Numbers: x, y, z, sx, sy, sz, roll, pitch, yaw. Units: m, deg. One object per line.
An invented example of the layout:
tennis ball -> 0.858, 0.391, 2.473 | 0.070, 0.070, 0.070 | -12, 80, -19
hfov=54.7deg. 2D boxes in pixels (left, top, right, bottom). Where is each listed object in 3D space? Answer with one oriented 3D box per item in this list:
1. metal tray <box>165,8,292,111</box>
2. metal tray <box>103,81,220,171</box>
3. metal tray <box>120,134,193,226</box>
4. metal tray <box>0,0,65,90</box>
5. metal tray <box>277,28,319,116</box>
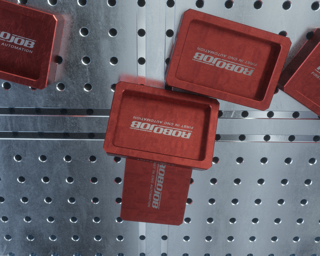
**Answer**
metal tray -> 0.080, -0.081, 0.376 | 0.131, 0.030, 0.089 | 14, 102, -6
metal tray -> 0.003, -0.001, 0.387 | 0.131, 0.030, 0.090 | 10, 78, -4
metal tray -> -0.005, 0.072, 0.437 | 0.091, 0.030, 0.129 | 7, 110, -3
metal tray -> -0.190, -0.107, 0.368 | 0.131, 0.030, 0.089 | 15, 109, -6
metal tray -> 0.228, -0.054, 0.393 | 0.130, 0.030, 0.090 | 31, 107, -11
